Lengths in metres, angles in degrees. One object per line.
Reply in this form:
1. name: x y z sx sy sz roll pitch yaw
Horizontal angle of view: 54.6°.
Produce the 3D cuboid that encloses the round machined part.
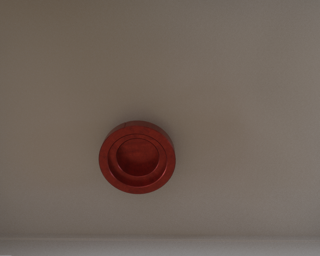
1. round machined part: -0.029 0.035 0.415 0.099 0.042 0.097 0 110 0
